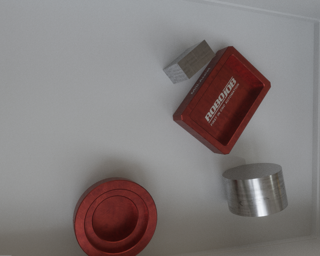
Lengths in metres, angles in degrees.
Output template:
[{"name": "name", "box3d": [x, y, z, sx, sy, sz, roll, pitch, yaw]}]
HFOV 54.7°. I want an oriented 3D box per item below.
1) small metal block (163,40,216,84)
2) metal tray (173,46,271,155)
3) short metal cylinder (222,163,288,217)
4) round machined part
[{"name": "small metal block", "box3d": [0.038, -0.087, 0.412, 0.050, 0.050, 0.025, -43, 104, -15]}, {"name": "metal tray", "box3d": [0.090, -0.039, 0.442, 0.090, 0.030, 0.130, 38, 78, -16]}, {"name": "short metal cylinder", "box3d": [0.132, 0.084, 0.432, 0.081, 0.080, 0.050, -13, 95, -20]}, {"name": "round machined part", "box3d": [-0.057, 0.109, 0.382, 0.099, 0.042, 0.097, 0, 90, -21]}]
